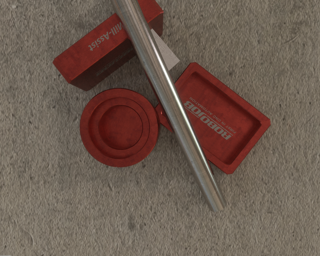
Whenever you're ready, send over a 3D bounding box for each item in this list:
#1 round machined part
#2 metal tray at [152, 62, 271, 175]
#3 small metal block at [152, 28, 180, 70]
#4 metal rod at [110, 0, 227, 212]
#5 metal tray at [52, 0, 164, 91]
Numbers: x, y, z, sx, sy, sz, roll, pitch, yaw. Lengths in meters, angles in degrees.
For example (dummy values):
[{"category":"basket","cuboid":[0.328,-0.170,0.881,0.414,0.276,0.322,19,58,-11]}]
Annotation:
[{"category":"round machined part","cuboid":[-0.048,-0.001,0.398,0.099,0.042,0.097,0,93,5]},{"category":"metal tray","cuboid":[0.066,-0.012,0.409,0.130,0.030,0.090,38,90,-1]},{"category":"small metal block","cuboid":[-0.005,-0.096,0.394,0.025,0.050,0.050,-43,105,2]},{"category":"metal rod","cuboid":[0.016,-0.021,0.358,0.025,0.025,0.299,-26,112,0]},{"category":"metal tray","cuboid":[-0.057,-0.099,0.377,0.130,0.090,0.030,-37,90,0]}]
